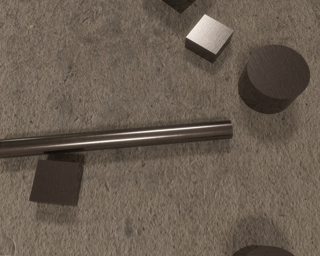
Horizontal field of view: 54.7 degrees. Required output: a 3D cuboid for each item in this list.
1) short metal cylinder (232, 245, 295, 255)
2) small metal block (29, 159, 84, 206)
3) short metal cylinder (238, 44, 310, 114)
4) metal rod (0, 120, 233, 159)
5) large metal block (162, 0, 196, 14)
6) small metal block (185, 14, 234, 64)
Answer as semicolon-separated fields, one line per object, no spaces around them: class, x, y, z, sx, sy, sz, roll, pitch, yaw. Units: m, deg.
short metal cylinder;0.114;0.170;0.334;0.081;0.050;0.080;0;70;0
small metal block;-0.126;0.068;0.382;0.050;0.025;0.050;5;70;1
short metal cylinder;0.152;-0.065;0.421;0.081;0.050;0.080;0;70;0
metal rod;-0.058;0.014;0.402;0.302;0.025;0.025;-5;70;-2
large metal block;0.030;-0.241;0.483;0.080;0.050;0.080;40;75;13
small metal block;0.072;-0.131;0.457;0.050;0.025;0.050;34;73;11
